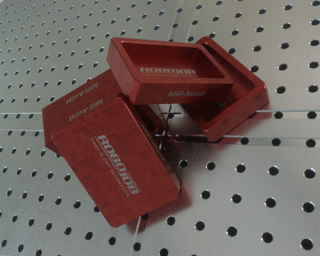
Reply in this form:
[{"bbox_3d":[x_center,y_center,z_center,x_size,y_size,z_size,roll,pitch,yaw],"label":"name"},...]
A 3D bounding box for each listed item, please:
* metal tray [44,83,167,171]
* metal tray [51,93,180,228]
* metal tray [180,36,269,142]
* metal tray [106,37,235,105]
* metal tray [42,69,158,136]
[{"bbox_3d":[-0.069,0.000,0.399,0.130,0.090,0.030,-29,52,10],"label":"metal tray"},{"bbox_3d":[-0.047,0.038,0.349,0.090,0.130,0.030,-29,11,10],"label":"metal tray"},{"bbox_3d":[0.064,-0.055,0.403,0.090,0.030,0.130,-37,51,3],"label":"metal tray"},{"bbox_3d":[0.012,-0.069,0.370,0.131,0.030,0.090,-4,45,-29],"label":"metal tray"},{"bbox_3d":[-0.078,-0.022,0.418,0.130,0.090,0.030,-29,52,10],"label":"metal tray"}]
